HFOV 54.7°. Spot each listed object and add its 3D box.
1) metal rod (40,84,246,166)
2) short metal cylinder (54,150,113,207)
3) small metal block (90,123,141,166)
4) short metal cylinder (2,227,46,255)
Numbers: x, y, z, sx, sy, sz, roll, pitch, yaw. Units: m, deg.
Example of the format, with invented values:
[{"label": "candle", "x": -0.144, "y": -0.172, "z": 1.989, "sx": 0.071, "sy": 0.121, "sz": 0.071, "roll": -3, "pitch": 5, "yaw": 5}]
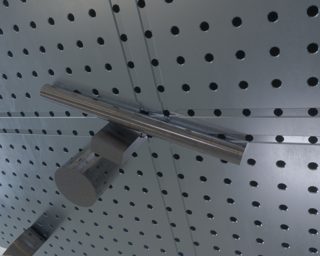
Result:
[{"label": "metal rod", "x": -0.035, "y": -0.010, "z": 0.423, "sx": 0.301, "sy": 0.025, "sz": 0.025, "roll": 18, "pitch": 126, "yaw": 17}, {"label": "short metal cylinder", "x": -0.125, "y": 0.083, "z": 0.512, "sx": 0.080, "sy": 0.050, "sz": 0.079, "roll": 13, "pitch": 124, "yaw": 21}, {"label": "small metal block", "x": -0.062, "y": 0.020, "z": 0.440, "sx": 0.050, "sy": 0.050, "sz": 0.025, "roll": 24, "pitch": 127, "yaw": 13}, {"label": "short metal cylinder", "x": -0.309, "y": 0.275, "z": 0.708, "sx": 0.050, "sy": 0.080, "sz": 0.080, "roll": 42, "pitch": 129, "yaw": -1}]
